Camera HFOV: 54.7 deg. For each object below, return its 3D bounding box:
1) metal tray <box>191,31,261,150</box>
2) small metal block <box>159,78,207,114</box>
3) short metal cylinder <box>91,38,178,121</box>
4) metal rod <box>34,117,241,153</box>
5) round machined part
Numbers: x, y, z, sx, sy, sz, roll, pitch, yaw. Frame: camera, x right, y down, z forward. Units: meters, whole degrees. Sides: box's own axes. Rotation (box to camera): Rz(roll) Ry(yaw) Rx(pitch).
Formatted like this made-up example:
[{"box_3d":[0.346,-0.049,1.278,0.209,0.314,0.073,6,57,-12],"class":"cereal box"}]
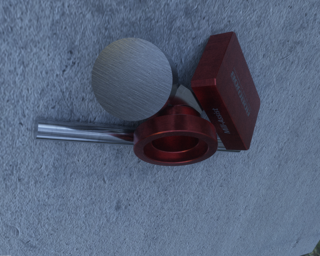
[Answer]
[{"box_3d":[0.090,-0.043,0.394,0.130,0.030,0.090,54,48,-40],"class":"metal tray"},{"box_3d":[0.023,-0.041,0.377,0.050,0.050,0.025,26,104,-37],"class":"small metal block"},{"box_3d":[-0.024,-0.050,0.323,0.080,0.050,0.079,1,98,9],"class":"short metal cylinder"},{"box_3d":[-0.006,0.014,0.414,0.302,0.025,0.025,6,116,-31],"class":"metal rod"},{"box_3d":[0.018,0.008,0.372,0.099,0.042,0.098,-2,151,-1],"class":"round machined part"}]
